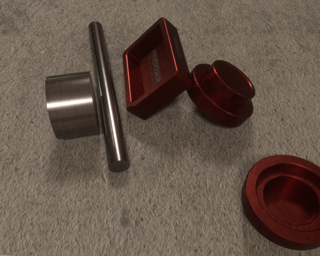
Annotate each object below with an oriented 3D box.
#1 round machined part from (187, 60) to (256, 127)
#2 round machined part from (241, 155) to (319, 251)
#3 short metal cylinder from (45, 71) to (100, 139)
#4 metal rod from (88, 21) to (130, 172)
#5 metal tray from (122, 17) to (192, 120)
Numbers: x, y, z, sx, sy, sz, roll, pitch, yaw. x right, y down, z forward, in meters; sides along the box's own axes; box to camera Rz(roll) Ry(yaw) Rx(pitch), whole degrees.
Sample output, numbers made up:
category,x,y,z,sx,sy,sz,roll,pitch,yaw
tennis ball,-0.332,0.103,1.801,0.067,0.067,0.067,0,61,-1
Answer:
category,x,y,z,sx,sy,sz,roll,pitch,yaw
round machined part,0.086,-0.052,0.409,0.099,0.042,0.098,23,41,-21
round machined part,0.135,0.080,0.327,0.099,0.042,0.098,0,50,0
short metal cylinder,-0.108,-0.029,0.390,0.050,0.080,0.080,-9,51,-8
metal rod,-0.081,-0.067,0.457,0.025,0.025,0.300,-10,51,-9
metal tray,-0.009,-0.086,0.436,0.090,0.030,0.130,-35,44,28
